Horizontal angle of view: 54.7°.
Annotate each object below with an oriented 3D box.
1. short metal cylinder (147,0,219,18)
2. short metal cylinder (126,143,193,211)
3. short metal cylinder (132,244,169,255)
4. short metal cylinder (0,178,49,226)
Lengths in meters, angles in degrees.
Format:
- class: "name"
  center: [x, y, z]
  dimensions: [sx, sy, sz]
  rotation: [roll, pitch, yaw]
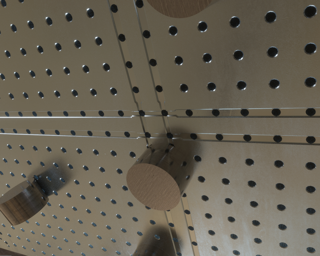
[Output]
- class: "short metal cylinder"
  center: [0.025, -0.149, 0.289]
  dimensions: [0.080, 0.050, 0.079]
  rotation: [13, 124, 20]
- class: "short metal cylinder"
  center: [0.000, 0.069, 0.436]
  dimensions: [0.080, 0.050, 0.079]
  rotation: [13, 124, 20]
- class: "short metal cylinder"
  center: [-0.020, 0.260, 0.565]
  dimensions: [0.080, 0.050, 0.079]
  rotation: [13, 124, 20]
- class: "short metal cylinder"
  center: [-0.266, 0.142, 0.600]
  dimensions: [0.080, 0.080, 0.050]
  rotation: [-18, 109, 35]
